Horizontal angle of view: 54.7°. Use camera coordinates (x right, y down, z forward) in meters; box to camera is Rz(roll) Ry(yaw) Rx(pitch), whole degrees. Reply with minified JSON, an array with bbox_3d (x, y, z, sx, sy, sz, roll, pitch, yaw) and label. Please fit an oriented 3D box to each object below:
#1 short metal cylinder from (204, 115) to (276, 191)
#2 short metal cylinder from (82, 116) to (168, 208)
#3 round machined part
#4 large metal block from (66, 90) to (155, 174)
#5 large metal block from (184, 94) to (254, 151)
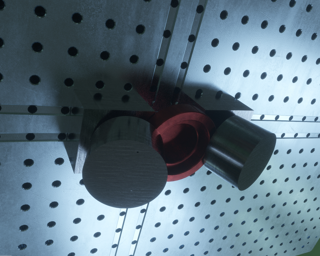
[{"bbox_3d":[0.100,0.031,0.387,0.081,0.050,0.079,-31,137,-33],"label":"short metal cylinder"},{"bbox_3d":[-0.034,0.034,0.316,0.081,0.050,0.079,-2,118,-4],"label":"short metal cylinder"},{"bbox_3d":[0.017,0.014,0.380,0.099,0.042,0.097,-14,124,-21],"label":"round machined part"},{"bbox_3d":[-0.060,0.004,0.364,0.081,0.050,0.079,1,118,-29],"label":"large metal block"},{"bbox_3d":[0.073,0.000,0.434,0.081,0.050,0.079,-1,119,-28],"label":"large metal block"}]
